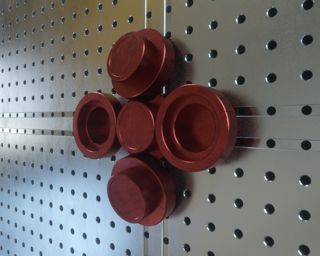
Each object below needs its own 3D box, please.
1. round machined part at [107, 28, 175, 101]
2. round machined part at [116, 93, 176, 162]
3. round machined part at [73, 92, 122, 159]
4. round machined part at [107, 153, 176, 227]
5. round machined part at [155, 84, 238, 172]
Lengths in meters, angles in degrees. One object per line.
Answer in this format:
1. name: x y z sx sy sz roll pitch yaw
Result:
1. round machined part: -0.032 -0.087 0.408 0.098 0.042 0.098 -15 66 37
2. round machined part: -0.020 -0.001 0.412 0.098 0.042 0.097 0 90 39
3. round machined part: -0.084 -0.003 0.464 0.098 0.042 0.097 0 90 39
4. round machined part: -0.031 0.085 0.407 0.098 0.042 0.097 14 113 36
5. round machined part: 0.045 0.000 0.359 0.098 0.042 0.097 0 90 39
